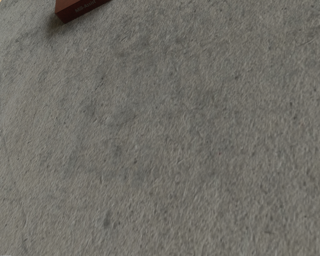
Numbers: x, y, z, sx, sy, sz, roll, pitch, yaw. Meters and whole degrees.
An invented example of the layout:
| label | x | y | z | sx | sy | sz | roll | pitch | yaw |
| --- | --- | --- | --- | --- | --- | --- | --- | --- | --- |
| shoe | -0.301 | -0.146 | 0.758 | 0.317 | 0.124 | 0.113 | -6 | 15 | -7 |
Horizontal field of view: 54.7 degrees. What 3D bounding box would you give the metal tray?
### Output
| label | x | y | z | sx | sy | sz | roll | pitch | yaw |
| --- | --- | --- | --- | --- | --- | --- | --- | --- | --- |
| metal tray | -0.158 | -0.285 | 0.656 | 0.130 | 0.030 | 0.090 | -20 | 54 | 15 |
